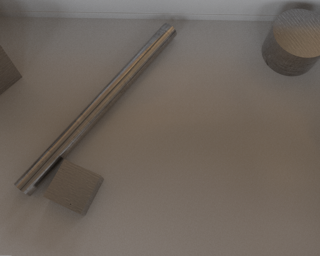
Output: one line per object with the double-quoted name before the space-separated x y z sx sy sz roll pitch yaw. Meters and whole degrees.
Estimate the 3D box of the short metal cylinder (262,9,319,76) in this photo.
"short metal cylinder" 0.194 -0.121 0.443 0.081 0.050 0.080 0 70 0

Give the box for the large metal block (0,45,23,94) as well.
"large metal block" -0.242 -0.077 0.403 0.050 0.080 0.080 40 71 13

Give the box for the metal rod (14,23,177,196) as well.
"metal rod" -0.077 -0.035 0.421 0.025 0.025 0.300 36 73 12

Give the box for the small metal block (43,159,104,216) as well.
"small metal block" -0.105 0.073 0.382 0.050 0.025 0.050 23 71 7
